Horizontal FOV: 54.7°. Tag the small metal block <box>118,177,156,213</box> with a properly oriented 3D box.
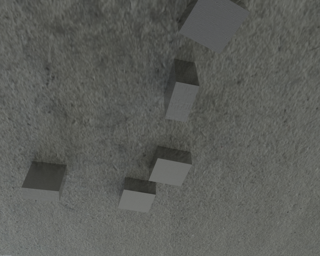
[{"bbox_3d":[-0.037,0.108,0.499,0.050,0.025,0.050,12,129,-11],"label":"small metal block"}]

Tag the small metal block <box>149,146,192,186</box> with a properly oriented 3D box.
[{"bbox_3d":[0.014,0.057,0.456,0.050,0.025,0.050,12,129,-11],"label":"small metal block"}]

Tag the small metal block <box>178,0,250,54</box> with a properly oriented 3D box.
[{"bbox_3d":[0.053,-0.111,0.313,0.050,0.025,0.050,22,127,-18],"label":"small metal block"}]

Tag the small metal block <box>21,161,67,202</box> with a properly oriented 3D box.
[{"bbox_3d":[-0.168,0.078,0.455,0.050,0.050,0.025,8,130,-7],"label":"small metal block"}]

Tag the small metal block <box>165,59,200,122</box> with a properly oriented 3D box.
[{"bbox_3d":[0.023,-0.043,0.354,0.025,0.050,0.050,10,129,-9],"label":"small metal block"}]
